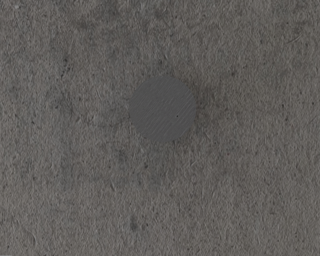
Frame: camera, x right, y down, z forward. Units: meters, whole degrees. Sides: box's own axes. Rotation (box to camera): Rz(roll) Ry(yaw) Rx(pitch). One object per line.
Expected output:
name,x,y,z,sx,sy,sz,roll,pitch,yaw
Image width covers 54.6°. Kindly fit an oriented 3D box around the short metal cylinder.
short metal cylinder,0.003,-0.023,0.397,0.080,0.050,0.080,0,90,0
